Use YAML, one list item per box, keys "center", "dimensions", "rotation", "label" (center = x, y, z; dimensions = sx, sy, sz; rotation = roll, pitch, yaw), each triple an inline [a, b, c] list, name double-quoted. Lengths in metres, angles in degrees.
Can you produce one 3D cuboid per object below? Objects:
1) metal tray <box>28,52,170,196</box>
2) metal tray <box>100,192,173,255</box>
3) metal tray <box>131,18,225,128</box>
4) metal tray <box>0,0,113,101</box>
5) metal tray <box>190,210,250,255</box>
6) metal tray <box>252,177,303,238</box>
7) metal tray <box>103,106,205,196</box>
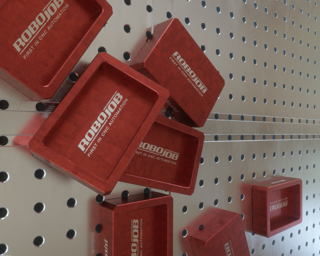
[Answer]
- center: [-0.059, -0.007, 0.327]
  dimensions: [0.090, 0.030, 0.130]
  rotation: [31, 67, -2]
  label: "metal tray"
- center: [-0.027, 0.151, 0.382]
  dimensions: [0.091, 0.030, 0.129]
  rotation: [0, 90, -40]
  label: "metal tray"
- center: [0.030, -0.072, 0.430]
  dimensions: [0.130, 0.030, 0.090]
  rotation: [44, 64, -31]
  label: "metal tray"
- center: [-0.116, -0.103, 0.307]
  dimensions: [0.090, 0.030, 0.130]
  rotation: [42, 65, -32]
  label: "metal tray"
- center: [0.103, 0.209, 0.491]
  dimensions: [0.091, 0.030, 0.129]
  rotation: [-25, 106, -37]
  label: "metal tray"
- center: [0.228, 0.148, 0.595]
  dimensions: [0.131, 0.030, 0.090]
  rotation: [-2, 91, -40]
  label: "metal tray"
- center: [-0.002, 0.033, 0.402]
  dimensions: [0.131, 0.030, 0.090]
  rotation: [20, 77, -38]
  label: "metal tray"
